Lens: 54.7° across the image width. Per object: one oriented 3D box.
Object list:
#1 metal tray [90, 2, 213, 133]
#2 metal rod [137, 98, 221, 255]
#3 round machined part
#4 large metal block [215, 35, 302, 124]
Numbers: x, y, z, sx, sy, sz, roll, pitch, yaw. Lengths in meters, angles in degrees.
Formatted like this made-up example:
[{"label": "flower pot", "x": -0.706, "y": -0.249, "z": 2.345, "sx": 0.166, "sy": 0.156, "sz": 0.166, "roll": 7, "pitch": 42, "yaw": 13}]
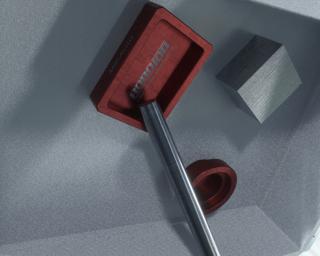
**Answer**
[{"label": "metal tray", "x": -0.009, "y": -0.064, "z": 0.361, "sx": 0.090, "sy": 0.030, "sz": 0.129, "roll": 25, "pitch": 105, "yaw": -37}, {"label": "metal rod", "x": 0.040, "y": 0.102, "z": 0.403, "sx": 0.025, "sy": 0.025, "sz": 0.299, "roll": -27, "pitch": 107, "yaw": -12}, {"label": "round machined part", "x": 0.070, "y": 0.089, "z": 0.493, "sx": 0.099, "sy": 0.042, "sz": 0.097, "roll": -14, "pitch": 125, "yaw": -21}, {"label": "large metal block", "x": 0.137, "y": -0.066, "z": 0.429, "sx": 0.080, "sy": 0.050, "sz": 0.080, "roll": -46, "pitch": 130, "yaw": 3}]
